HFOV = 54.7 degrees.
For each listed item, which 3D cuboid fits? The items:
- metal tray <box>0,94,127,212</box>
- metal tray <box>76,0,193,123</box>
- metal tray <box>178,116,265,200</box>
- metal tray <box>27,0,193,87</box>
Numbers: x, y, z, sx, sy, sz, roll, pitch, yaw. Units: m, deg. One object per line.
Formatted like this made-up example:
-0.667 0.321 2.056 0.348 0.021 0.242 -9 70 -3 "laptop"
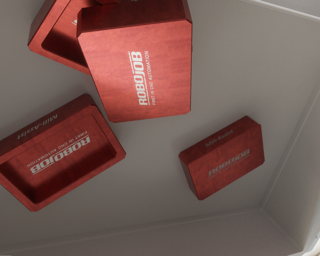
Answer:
-0.116 0.030 0.360 0.131 0.030 0.090 -31 129 -8 "metal tray"
-0.017 -0.056 0.297 0.091 0.030 0.129 -7 148 0 "metal tray"
0.101 0.048 0.490 0.131 0.030 0.090 -28 128 -11 "metal tray"
-0.045 -0.087 0.299 0.131 0.030 0.090 20 139 -36 "metal tray"
